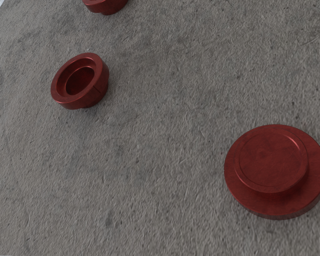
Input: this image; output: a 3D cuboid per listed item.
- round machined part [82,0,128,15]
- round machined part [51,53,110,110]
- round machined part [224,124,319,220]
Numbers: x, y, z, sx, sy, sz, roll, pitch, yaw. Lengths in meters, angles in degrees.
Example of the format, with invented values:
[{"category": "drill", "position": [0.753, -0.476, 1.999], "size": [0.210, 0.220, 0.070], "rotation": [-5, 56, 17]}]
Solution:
[{"category": "round machined part", "position": [-0.100, -0.260, 0.606], "size": [0.098, 0.042, 0.098], "rotation": [-13, 56, 21]}, {"category": "round machined part", "position": [-0.123, -0.071, 0.501], "size": [0.098, 0.042, 0.098], "rotation": [-13, 56, 21]}, {"category": "round machined part", "position": [0.112, 0.038, 0.311], "size": [0.098, 0.042, 0.098], "rotation": [-13, 56, 21]}]
